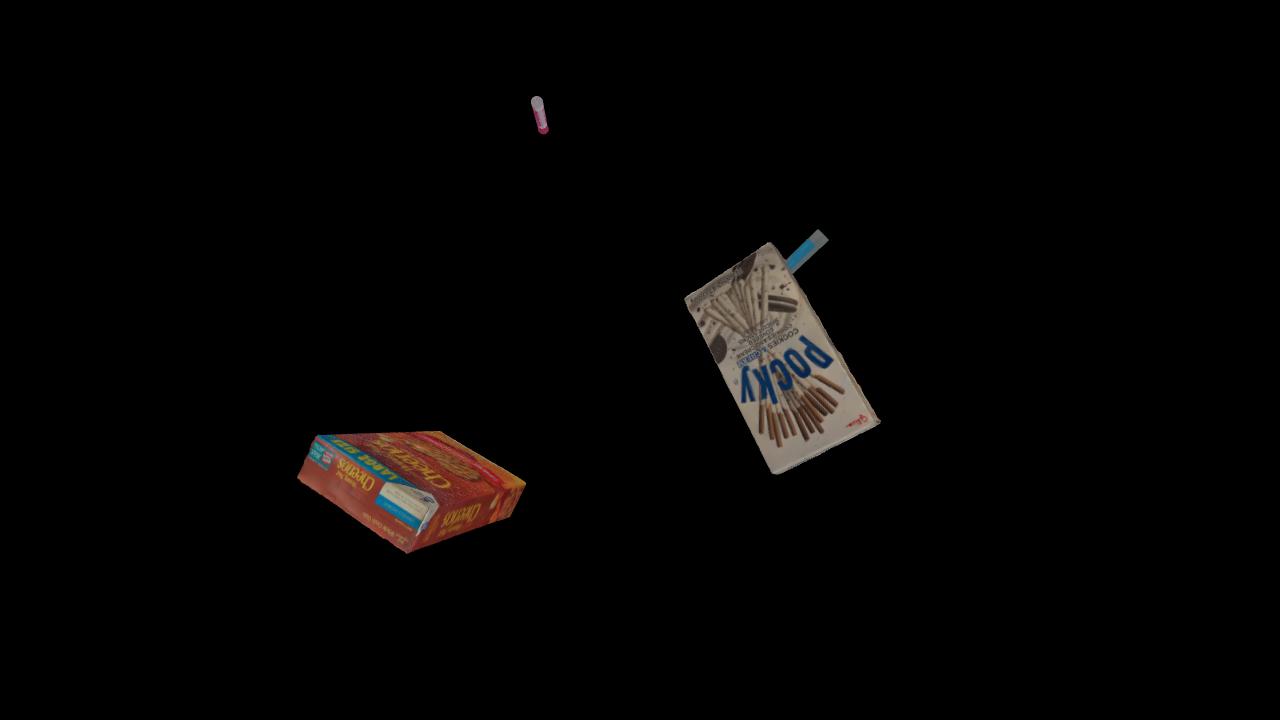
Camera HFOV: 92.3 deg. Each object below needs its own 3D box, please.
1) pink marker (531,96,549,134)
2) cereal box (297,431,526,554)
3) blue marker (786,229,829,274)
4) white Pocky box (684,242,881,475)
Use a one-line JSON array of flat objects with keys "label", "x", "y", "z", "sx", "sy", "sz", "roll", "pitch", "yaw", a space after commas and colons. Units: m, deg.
[{"label": "pink marker", "x": -0.164, "y": -0.400, "z": 1.012, "sx": 0.020, "sy": 0.020, "sz": 0.121, "roll": 0, "pitch": 0, "yaw": -4}, {"label": "cereal box", "x": -0.333, "y": 0.188, "z": 0.953, "sx": 0.203, "sy": 0.081, "sz": 0.306, "roll": 27, "pitch": 1, "yaw": 15}, {"label": "blue marker", "x": 0.174, "y": -0.107, "z": 0.739, "sx": 0.121, "sy": 0.020, "sz": 0.020, "roll": -45, "pitch": -18, "yaw": 19}, {"label": "white Pocky box", "x": 0.101, "y": -0.002, "z": 0.459, "sx": 0.084, "sy": 0.154, "sz": 0.028, "roll": -33, "pitch": -20, "yaw": 22}]
